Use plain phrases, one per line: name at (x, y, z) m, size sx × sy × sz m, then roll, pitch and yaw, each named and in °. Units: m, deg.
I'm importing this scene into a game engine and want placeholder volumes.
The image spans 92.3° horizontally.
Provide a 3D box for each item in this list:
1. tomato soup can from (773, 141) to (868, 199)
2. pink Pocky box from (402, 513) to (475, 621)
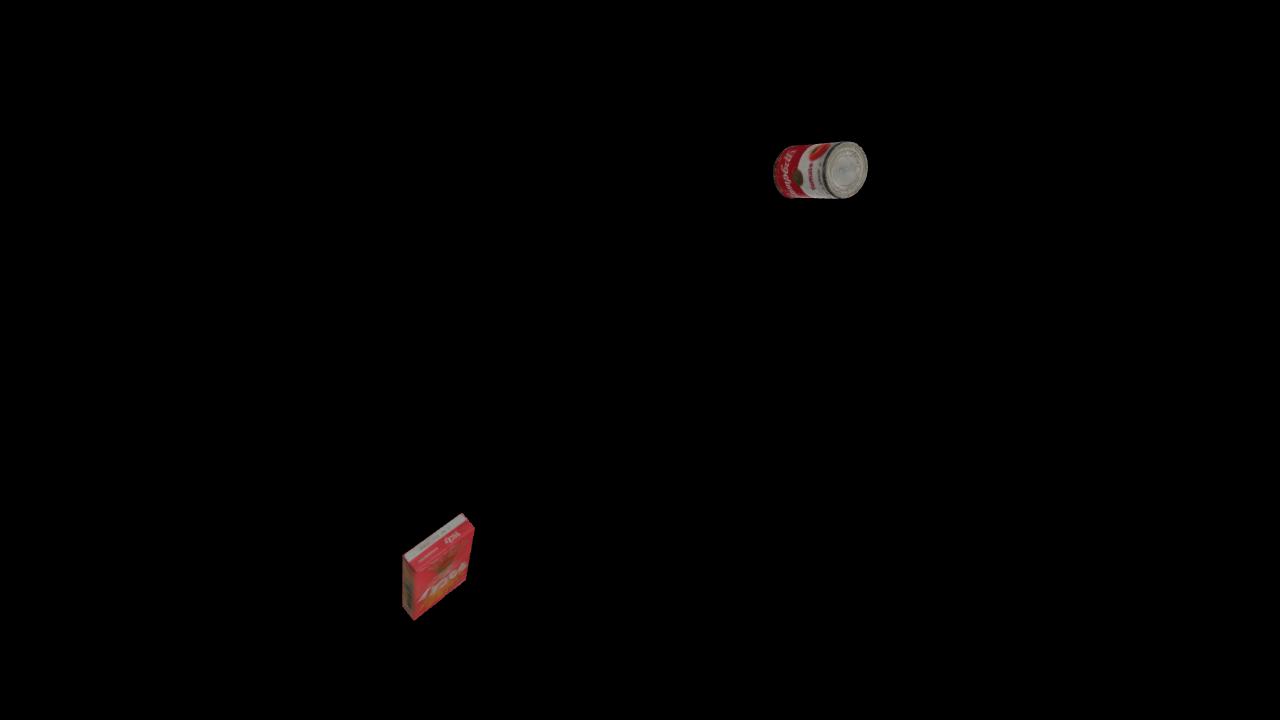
tomato soup can at (0.225, -0.236, 0.771) m, size 0.068 × 0.068 × 0.101 m, roll 0°, pitch 14°, yaw -26°
pink Pocky box at (-0.250, 0.258, 0.760) m, size 0.029 × 0.155 × 0.084 m, roll 41°, pitch 47°, yaw 18°
